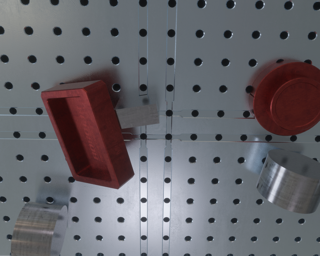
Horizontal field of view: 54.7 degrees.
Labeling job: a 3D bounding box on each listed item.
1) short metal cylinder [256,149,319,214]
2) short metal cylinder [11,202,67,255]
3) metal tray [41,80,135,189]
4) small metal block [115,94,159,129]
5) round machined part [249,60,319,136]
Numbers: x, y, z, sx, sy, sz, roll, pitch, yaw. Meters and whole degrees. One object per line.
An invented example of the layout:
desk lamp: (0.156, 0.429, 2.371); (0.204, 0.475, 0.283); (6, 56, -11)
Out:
short metal cylinder: (0.176, 0.068, 0.411); (0.081, 0.080, 0.050); (11, 110, -5)
short metal cylinder: (-0.167, 0.147, 0.437); (0.050, 0.080, 0.079); (7, 110, -3)
metal tray: (-0.090, 0.009, 0.387); (0.090, 0.030, 0.129); (1, 115, 38)
small metal block: (-0.027, -0.022, 0.392); (0.050, 0.050, 0.025); (-8, 110, 3)
round machined part: (0.168, -0.035, 0.393); (0.099, 0.042, 0.097); (0, 110, 0)
